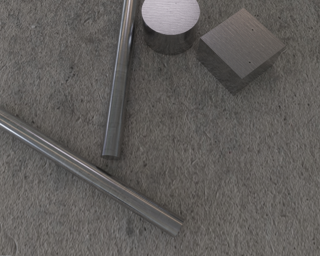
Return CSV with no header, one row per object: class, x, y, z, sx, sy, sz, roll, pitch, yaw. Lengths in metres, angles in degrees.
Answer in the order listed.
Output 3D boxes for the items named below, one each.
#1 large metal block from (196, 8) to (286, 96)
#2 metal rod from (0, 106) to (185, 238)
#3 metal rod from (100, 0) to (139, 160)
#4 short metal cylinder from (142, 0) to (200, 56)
large metal block,0.110,-0.106,0.435,0.080,0.050,0.080,-37,74,-13
metal rod,-0.106,0.046,0.390,0.301,0.025,0.025,29,73,10
metal rod,-0.053,-0.102,0.445,0.025,0.025,0.299,4,70,1
short metal cylinder,0.015,-0.154,0.451,0.081,0.050,0.080,0,70,0
